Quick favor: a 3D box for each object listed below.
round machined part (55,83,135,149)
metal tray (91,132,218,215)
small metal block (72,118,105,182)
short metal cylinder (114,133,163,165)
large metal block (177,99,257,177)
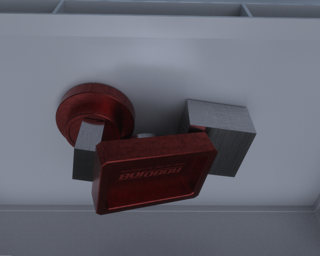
[{"bbox_3d":[-0.082,-0.004,0.391,0.099,0.042,0.097,-1,130,0],"label":"round machined part"},{"bbox_3d":[-0.008,0.052,0.355,0.131,0.030,0.089,-5,133,-22],"label":"metal tray"},{"bbox_3d":[-0.082,0.025,0.356,0.025,0.050,0.050,10,130,-8],"label":"small metal block"},{"bbox_3d":[-0.021,0.051,0.418,0.081,0.050,0.080,-10,144,-7],"label":"short metal cylinder"},{"bbox_3d":[0.067,0.015,0.403,0.081,0.050,0.079,7,130,-7],"label":"large metal block"}]
